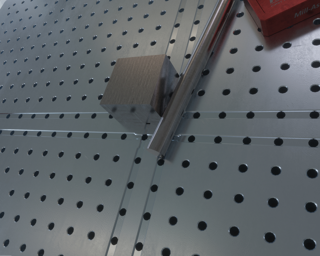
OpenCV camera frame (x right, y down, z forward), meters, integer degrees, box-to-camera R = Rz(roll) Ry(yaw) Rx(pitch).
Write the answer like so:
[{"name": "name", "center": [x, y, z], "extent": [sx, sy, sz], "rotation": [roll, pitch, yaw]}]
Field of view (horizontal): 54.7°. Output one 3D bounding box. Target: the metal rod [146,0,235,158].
[{"name": "metal rod", "center": [0.055, -0.097, 0.438], "extent": [0.025, 0.025, 0.300], "rotation": [13, 68, 33]}]

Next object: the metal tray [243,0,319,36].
[{"name": "metal tray", "center": [0.188, -0.190, 0.422], "extent": [0.130, 0.030, 0.090], "rotation": [-23, 53, 14]}]

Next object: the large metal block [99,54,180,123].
[{"name": "large metal block", "center": [-0.027, -0.054, 0.440], "extent": [0.080, 0.050, 0.080], "rotation": [2, 63, 29]}]
